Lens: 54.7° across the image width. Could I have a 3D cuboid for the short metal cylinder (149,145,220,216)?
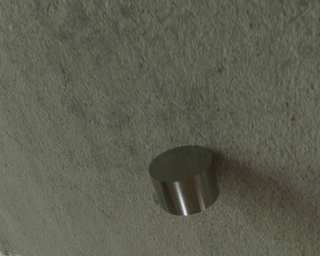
[{"bbox_3d":[0.031,0.064,0.394,0.080,0.080,0.050,-2,117,29],"label":"short metal cylinder"}]
